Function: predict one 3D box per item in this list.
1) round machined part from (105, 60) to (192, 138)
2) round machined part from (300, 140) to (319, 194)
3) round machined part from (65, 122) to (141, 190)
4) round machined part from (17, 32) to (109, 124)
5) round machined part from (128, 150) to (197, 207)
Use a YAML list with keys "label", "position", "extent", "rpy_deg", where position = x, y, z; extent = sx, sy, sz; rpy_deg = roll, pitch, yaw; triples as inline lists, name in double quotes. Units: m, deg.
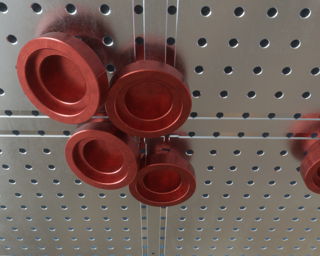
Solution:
- label: "round machined part"
  position: [-0.013, -0.037, 0.368]
  extent: [0.099, 0.042, 0.097]
  rpy_deg: [-1, 131, -1]
- label: "round machined part"
  position: [0.252, 0.050, 0.447]
  extent: [0.099, 0.042, 0.097]
  rpy_deg: [-1, 130, 0]
- label: "round machined part"
  position: [-0.073, 0.033, 0.417]
  extent: [0.098, 0.042, 0.097]
  rpy_deg: [6, 123, 10]
- label: "round machined part"
  position: [-0.100, -0.056, 0.338]
  extent: [0.098, 0.042, 0.097]
  rpy_deg: [10, 125, 15]
- label: "round machined part"
  position: [0.003, 0.071, 0.462]
  extent: [0.099, 0.042, 0.097]
  rpy_deg: [-1, 130, 0]
